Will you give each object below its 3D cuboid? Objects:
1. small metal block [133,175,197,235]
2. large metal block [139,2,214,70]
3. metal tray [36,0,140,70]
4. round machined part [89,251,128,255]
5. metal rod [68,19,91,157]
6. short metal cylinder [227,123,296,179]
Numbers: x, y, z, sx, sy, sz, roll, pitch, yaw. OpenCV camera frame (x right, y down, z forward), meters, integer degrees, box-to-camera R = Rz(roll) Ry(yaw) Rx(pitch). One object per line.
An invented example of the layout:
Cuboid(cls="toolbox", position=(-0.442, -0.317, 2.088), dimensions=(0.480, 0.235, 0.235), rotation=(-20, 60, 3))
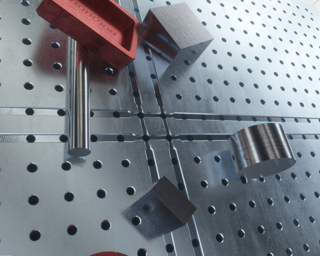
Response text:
Cuboid(cls="small metal block", position=(0.004, 0.087, 0.343), dimensions=(0.050, 0.050, 0.025), rotation=(45, 51, 2))
Cuboid(cls="large metal block", position=(0.025, -0.149, 0.499), dimensions=(0.081, 0.050, 0.080), rotation=(-28, 77, -37))
Cuboid(cls="metal tray", position=(-0.089, -0.148, 0.418), dimensions=(0.131, 0.030, 0.090), rotation=(31, 45, -32))
Cuboid(cls="round machined part", position=(-0.046, 0.161, 0.275), dimensions=(0.099, 0.042, 0.098), rotation=(14, 56, -21))
Cuboid(cls="metal rod", position=(-0.107, -0.104, 0.414), dimensions=(0.025, 0.025, 0.299), rotation=(7, 59, -25))
Cuboid(cls="short metal cylinder", position=(0.139, 0.034, 0.429), dimensions=(0.081, 0.080, 0.050), rotation=(4, 60, -26))
